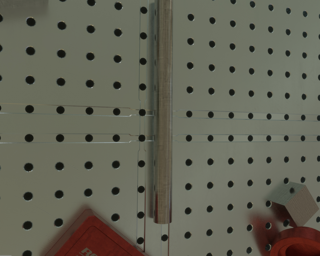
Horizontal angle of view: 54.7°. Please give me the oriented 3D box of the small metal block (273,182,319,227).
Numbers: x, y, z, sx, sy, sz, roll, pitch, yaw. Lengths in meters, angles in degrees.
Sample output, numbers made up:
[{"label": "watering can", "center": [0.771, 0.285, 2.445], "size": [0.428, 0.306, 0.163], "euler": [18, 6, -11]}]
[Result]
[{"label": "small metal block", "center": [0.219, 0.124, 0.496], "size": [0.050, 0.025, 0.050], "euler": [-37, 102, -17]}]

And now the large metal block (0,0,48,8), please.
[{"label": "large metal block", "center": [-0.173, -0.180, 0.335], "size": [0.081, 0.050, 0.080], "euler": [-15, 95, -20]}]

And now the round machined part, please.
[{"label": "round machined part", "center": [0.222, 0.189, 0.468], "size": [0.098, 0.098, 0.042], "euler": [61, 37, -10]}]

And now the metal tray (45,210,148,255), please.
[{"label": "metal tray", "center": [-0.070, 0.177, 0.385], "size": [0.130, 0.030, 0.090], "euler": [45, 76, -15]}]

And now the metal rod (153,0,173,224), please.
[{"label": "metal rod", "center": [0.004, -0.024, 0.415], "size": [0.025, 0.025, 0.298], "euler": [0, 90, -20]}]
